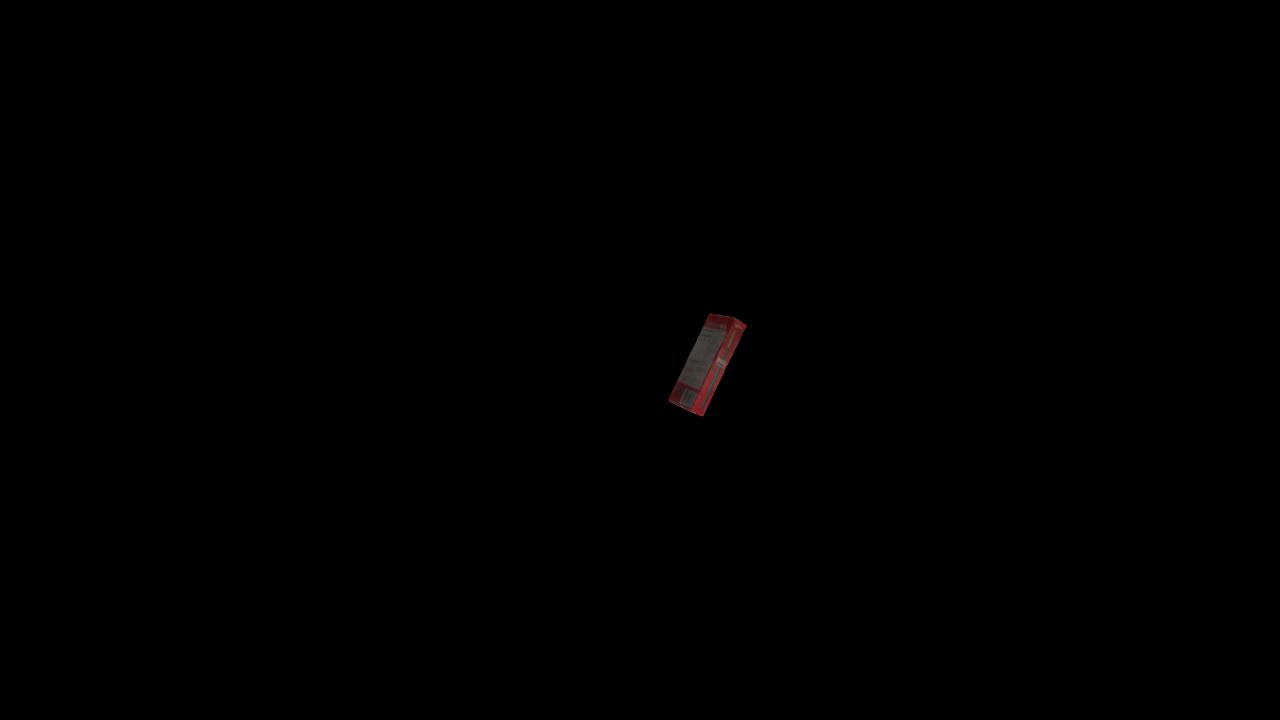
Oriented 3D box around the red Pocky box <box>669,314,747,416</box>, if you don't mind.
[{"bbox_3d":[0.102,0.006,0.940,0.028,0.155,0.083,27,-2,-23],"label":"red Pocky box"}]
